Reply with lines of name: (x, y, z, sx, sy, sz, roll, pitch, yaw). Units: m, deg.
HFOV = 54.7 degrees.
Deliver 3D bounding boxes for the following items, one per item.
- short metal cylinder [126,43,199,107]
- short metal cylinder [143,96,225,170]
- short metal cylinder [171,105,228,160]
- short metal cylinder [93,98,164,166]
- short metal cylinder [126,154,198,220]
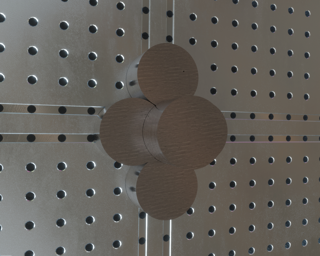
short metal cylinder: (0.002, -0.064, 0.400, 0.081, 0.050, 0.079, 0, 90, -21)
short metal cylinder: (0.026, 0.005, 0.355, 0.081, 0.050, 0.079, 0, 90, -20)
short metal cylinder: (0.042, 0.005, 0.414, 0.081, 0.050, 0.079, 0, 90, -20)
short metal cylinder: (-0.039, 0.004, 0.385, 0.081, 0.050, 0.079, 0, 90, -20)
short metal cylinder: (0.001, 0.072, 0.399, 0.081, 0.050, 0.080, 1, 88, -20)
